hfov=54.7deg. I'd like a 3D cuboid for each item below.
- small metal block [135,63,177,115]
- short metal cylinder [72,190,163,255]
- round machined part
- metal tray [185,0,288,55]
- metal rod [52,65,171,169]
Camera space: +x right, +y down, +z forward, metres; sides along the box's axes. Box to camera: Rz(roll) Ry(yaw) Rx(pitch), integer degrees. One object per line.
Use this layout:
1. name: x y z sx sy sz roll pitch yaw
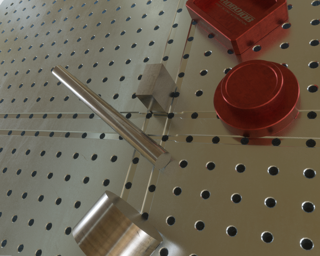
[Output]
1. small metal block: -0.004 -0.053 0.425 0.025 0.050 0.050 3 63 29
2. short metal cylinder: -0.044 0.111 0.326 0.050 0.080 0.080 -49 52 -6
3. round machined part: 0.111 -0.041 0.364 0.098 0.042 0.098 -13 56 20
4. metal tray: 0.108 -0.174 0.453 0.090 0.030 0.130 -37 51 3
5. metal rod: -0.090 -0.031 0.472 0.025 0.025 0.300 -48 52 -6
